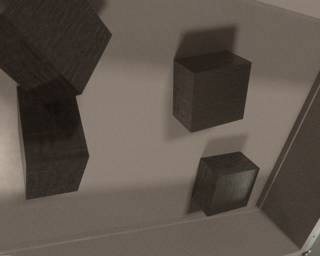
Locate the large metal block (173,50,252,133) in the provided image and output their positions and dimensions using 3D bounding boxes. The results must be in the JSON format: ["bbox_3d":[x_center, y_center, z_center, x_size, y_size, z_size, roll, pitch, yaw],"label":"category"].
[{"bbox_3d":[0.064,-0.049,0.399,0.081,0.050,0.079,-14,125,-21],"label":"large metal block"}]

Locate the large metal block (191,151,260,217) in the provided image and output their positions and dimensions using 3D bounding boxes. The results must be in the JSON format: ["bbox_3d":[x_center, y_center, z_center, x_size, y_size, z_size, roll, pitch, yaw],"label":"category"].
[{"bbox_3d":[0.106,0.090,0.509,0.081,0.050,0.079,-6,121,-26],"label":"large metal block"}]

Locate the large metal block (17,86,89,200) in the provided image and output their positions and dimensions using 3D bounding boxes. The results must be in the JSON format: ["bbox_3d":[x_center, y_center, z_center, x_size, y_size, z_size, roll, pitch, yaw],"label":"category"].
[{"bbox_3d":[-0.109,0.014,0.305,0.050,0.080,0.080,-5,150,-26],"label":"large metal block"}]

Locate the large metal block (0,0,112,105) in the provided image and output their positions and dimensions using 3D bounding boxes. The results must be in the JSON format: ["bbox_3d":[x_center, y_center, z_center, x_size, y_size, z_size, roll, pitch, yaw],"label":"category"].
[{"bbox_3d":[-0.096,-0.079,0.264,0.050,0.080,0.080,-9,138,31],"label":"large metal block"}]
